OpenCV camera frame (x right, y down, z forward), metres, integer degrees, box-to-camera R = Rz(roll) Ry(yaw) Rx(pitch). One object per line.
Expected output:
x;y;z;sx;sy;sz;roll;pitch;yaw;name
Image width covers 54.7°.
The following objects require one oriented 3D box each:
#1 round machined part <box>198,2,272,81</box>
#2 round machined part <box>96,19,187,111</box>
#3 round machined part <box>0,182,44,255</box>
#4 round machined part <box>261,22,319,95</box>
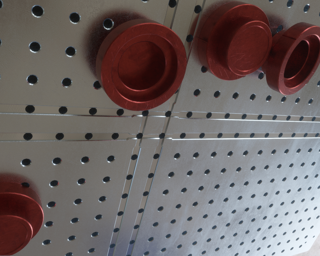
0.101;-0.105;0.392;0.099;0.042;0.097;-14;124;-21;round machined part
-0.023;-0.071;0.345;0.099;0.042;0.097;-14;125;-21;round machined part
-0.191;0.116;0.369;0.099;0.042;0.097;-14;125;-21;round machined part
0.181;-0.099;0.433;0.099;0.042;0.097;-22;131;-28;round machined part
